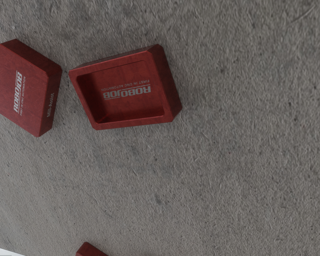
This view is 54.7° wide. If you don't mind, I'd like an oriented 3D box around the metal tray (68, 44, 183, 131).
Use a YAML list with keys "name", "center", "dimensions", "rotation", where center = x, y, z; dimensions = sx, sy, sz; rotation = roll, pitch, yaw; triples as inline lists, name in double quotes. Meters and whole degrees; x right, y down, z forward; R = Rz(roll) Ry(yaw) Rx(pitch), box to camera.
- name: "metal tray"
  center: [-0.046, -0.047, 0.398]
  dimensions: [0.130, 0.030, 0.090]
  rotation: [-6, 116, 31]

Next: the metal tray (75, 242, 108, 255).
- name: "metal tray"
  center: [-0.121, 0.308, 0.658]
  dimensions: [0.130, 0.030, 0.089]
  rotation: [29, 128, 9]

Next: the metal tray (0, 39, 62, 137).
- name: "metal tray"
  center: [-0.205, -0.058, 0.476]
  dimensions: [0.090, 0.030, 0.129]
  rotation: [32, 129, 7]
